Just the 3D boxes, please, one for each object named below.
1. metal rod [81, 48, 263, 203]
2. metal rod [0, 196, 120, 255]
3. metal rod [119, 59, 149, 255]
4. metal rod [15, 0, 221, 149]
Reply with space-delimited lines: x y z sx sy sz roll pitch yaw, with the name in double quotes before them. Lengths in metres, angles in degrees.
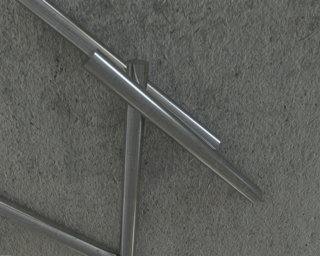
"metal rod" 0.033 0.013 0.379 0.025 0.025 0.301 -44 118 14
"metal rod" -0.152 0.159 0.466 0.301 0.025 0.025 30 107 -11
"metal rod" -0.038 0.059 0.415 0.025 0.025 0.298 5 116 -2
"metal rod" -0.043 -0.067 0.384 0.301 0.025 0.025 38 106 -13
